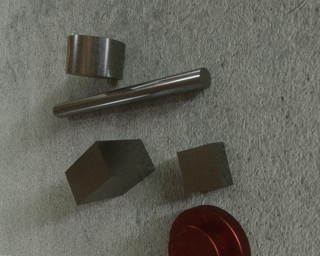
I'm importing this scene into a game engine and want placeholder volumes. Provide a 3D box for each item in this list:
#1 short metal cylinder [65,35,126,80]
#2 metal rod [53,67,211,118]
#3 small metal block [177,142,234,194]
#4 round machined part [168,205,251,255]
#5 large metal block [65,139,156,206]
[{"bbox_3d":[-0.091,-0.098,0.442,0.080,0.081,0.050,10,97,39],"label":"short metal cylinder"},{"bbox_3d":[-0.063,-0.044,0.454,0.300,0.025,0.025,-7,86,39],"label":"metal rod"},{"bbox_3d":[0.052,0.047,0.361,0.050,0.025,0.050,-19,78,38],"label":"small metal block"},{"bbox_3d":[0.048,0.140,0.353,0.098,0.042,0.097,0,90,39],"label":"round machined part"},{"bbox_3d":[-0.068,0.059,0.423,0.080,0.081,0.050,-41,65,32],"label":"large metal block"}]
